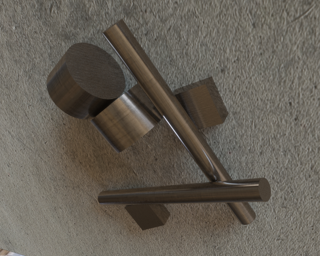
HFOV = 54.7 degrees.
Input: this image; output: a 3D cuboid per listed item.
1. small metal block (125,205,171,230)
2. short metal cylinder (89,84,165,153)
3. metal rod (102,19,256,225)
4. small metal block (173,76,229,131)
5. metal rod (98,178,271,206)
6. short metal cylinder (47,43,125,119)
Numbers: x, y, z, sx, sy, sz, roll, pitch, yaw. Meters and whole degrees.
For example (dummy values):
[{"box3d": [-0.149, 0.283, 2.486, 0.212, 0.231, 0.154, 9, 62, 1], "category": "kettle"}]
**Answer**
[{"box3d": [-0.020, 0.134, 0.500, 0.050, 0.025, 0.050, -27, 104, 37], "category": "small metal block"}, {"box3d": [-0.039, -0.013, 0.384, 0.080, 0.080, 0.050, -33, 100, 38], "category": "short metal cylinder"}, {"box3d": [0.035, 0.011, 0.362, 0.025, 0.025, 0.300, -19, 118, 35], "category": "metal rod"}, {"box3d": [0.046, -0.027, 0.366, 0.050, 0.025, 0.050, -16, 110, 34], "category": "small metal block"}, {"box3d": [0.007, 0.093, 0.428, 0.299, 0.025, 0.025, -15, 111, 45], "category": "metal rod"}, {"box3d": [-0.091, -0.057, 0.384, 0.080, 0.080, 0.050, 49, 129, -7], "category": "short metal cylinder"}]
